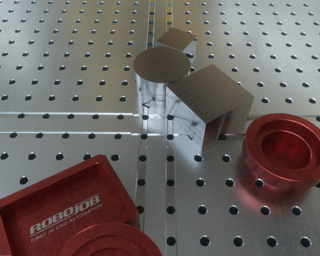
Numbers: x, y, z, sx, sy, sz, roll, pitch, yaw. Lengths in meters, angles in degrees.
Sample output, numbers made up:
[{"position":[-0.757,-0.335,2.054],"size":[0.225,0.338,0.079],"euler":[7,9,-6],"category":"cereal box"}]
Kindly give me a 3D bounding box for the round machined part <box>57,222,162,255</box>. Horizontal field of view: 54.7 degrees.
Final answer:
[{"position":[-0.045,0.135,0.270],"size":[0.099,0.042,0.098],"euler":[4,66,-9],"category":"round machined part"}]

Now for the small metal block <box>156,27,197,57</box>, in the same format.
[{"position":[0.028,-0.141,0.527],"size":[0.050,0.025,0.050],"euler":[26,55,20],"category":"small metal block"}]

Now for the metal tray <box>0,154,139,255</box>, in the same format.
[{"position":[-0.099,0.092,0.325],"size":[0.131,0.030,0.090],"euler":[-25,54,-20],"category":"metal tray"}]

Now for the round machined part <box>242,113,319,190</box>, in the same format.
[{"position":[0.148,0.032,0.371],"size":[0.099,0.042,0.098],"euler":[0,50,0],"category":"round machined part"}]

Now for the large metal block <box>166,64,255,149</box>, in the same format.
[{"position":[0.064,-0.032,0.418],"size":[0.081,0.050,0.080],"euler":[-28,56,-22],"category":"large metal block"}]

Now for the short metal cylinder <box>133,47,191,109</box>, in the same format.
[{"position":[0.003,-0.074,0.453],"size":[0.080,0.050,0.080],"euler":[0,50,0],"category":"short metal cylinder"}]
